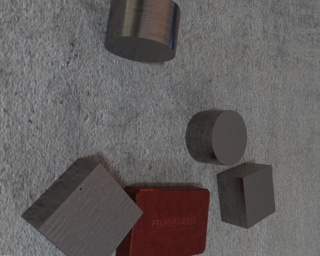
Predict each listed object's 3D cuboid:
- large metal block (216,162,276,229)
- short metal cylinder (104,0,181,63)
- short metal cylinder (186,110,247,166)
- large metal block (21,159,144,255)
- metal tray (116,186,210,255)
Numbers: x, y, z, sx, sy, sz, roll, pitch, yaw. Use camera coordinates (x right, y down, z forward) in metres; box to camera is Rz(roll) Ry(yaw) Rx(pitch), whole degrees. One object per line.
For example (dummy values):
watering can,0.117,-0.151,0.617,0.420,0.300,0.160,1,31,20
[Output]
large metal block,0.142,0.107,0.508,0.081,0.050,0.079,-12,98,-39
short metal cylinder,-0.019,-0.112,0.352,0.081,0.080,0.050,12,83,-39
short metal cylinder,0.084,0.014,0.459,0.081,0.050,0.080,0,90,-40
large metal block,-0.078,0.090,0.323,0.080,0.050,0.080,-49,119,-28
metal tray,0.009,0.124,0.409,0.131,0.030,0.090,9,84,-40
